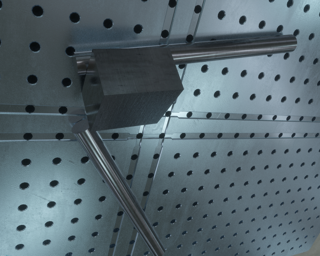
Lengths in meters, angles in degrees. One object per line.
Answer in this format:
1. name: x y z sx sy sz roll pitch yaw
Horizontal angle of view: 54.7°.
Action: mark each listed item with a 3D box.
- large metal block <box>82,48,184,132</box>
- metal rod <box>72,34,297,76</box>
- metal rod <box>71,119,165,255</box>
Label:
1. large metal block: -0.033 -0.039 0.329 0.081 0.050 0.080 -8 159 -25
2. metal rod: 0.048 -0.093 0.381 0.303 0.025 0.025 -11 123 -23
3. metal rod: -0.047 0.107 0.453 0.025 0.025 0.299 -30 129 -10
